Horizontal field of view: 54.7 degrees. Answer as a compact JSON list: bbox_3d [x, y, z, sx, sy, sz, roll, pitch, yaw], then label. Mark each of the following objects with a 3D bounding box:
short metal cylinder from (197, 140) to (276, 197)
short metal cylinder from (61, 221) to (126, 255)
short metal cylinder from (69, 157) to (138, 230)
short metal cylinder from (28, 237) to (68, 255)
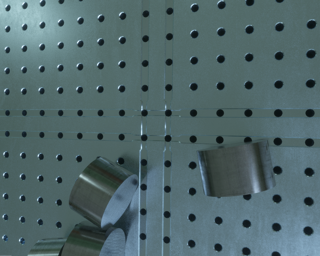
[{"bbox_3d":[0.086,0.044,0.353,0.080,0.080,0.050,-11,87,19],"label":"short metal cylinder"},{"bbox_3d":[-0.087,0.169,0.413,0.050,0.080,0.079,7,92,19],"label":"short metal cylinder"},{"bbox_3d":[-0.072,0.085,0.408,0.050,0.080,0.080,26,99,17],"label":"short metal cylinder"},{"bbox_3d":[-0.140,0.195,0.431,0.050,0.080,0.080,-10,87,19],"label":"short metal cylinder"}]
